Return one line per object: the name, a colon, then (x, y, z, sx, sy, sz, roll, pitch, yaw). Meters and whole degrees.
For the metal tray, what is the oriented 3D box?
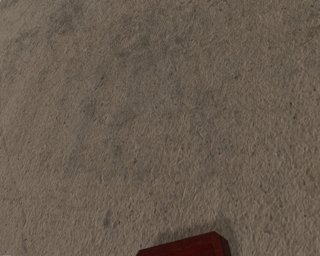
metal tray: (0.030, 0.171, 0.279, 0.090, 0.030, 0.130, -20, 54, 15)
